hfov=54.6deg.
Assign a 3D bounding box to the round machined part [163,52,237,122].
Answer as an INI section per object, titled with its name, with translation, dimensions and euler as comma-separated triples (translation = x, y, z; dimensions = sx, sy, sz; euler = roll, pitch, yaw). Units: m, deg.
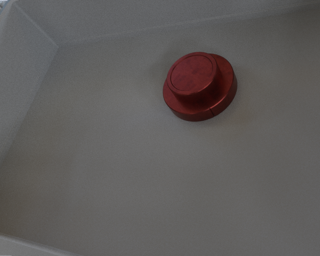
[round machined part]
translation = 0.048, -0.061, 0.408
dimensions = 0.098, 0.042, 0.098
euler = -13, 56, 21
